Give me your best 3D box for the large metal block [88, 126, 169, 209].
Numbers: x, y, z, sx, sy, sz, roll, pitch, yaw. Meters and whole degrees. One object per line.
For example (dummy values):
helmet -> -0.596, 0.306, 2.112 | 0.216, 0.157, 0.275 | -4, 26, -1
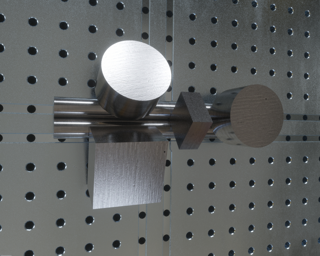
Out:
large metal block -> -0.041, 0.044, 0.366 | 0.081, 0.050, 0.079 | -1, 111, -20

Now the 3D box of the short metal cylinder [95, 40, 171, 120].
short metal cylinder -> -0.033, -0.056, 0.368 | 0.081, 0.050, 0.080 | 8, 63, -17

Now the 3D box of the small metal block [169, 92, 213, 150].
small metal block -> 0.036, -0.009, 0.379 | 0.025, 0.050, 0.050 | 1, 48, -20

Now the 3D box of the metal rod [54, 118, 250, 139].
metal rod -> 0.017, 0.002, 0.416 | 0.303, 0.025, 0.025 | 1, 90, -20

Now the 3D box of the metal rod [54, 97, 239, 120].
metal rod -> 0.017, -0.023, 0.416 | 0.303, 0.025, 0.025 | 1, 90, -20

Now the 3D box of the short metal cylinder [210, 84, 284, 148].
short metal cylinder -> 0.114, -0.015, 0.411 | 0.081, 0.050, 0.079 | 0, 90, -20
